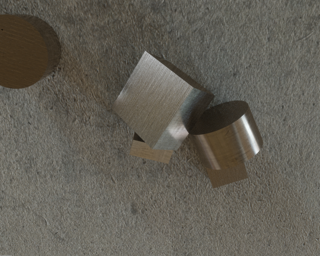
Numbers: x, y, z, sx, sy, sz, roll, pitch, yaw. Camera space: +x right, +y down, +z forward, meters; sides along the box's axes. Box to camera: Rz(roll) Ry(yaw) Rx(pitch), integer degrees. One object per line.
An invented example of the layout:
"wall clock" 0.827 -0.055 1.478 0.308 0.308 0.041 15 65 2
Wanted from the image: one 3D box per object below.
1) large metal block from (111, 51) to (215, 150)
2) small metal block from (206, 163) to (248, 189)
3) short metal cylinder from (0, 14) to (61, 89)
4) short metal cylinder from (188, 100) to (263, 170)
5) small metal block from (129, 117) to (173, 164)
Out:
"large metal block" 0.002 -0.030 0.363 0.080 0.050 0.080 43 109 30
"small metal block" 0.089 0.050 0.430 0.050 0.025 0.050 -19 109 6
"short metal cylinder" -0.163 -0.090 0.361 0.081 0.050 0.079 0 110 -1
"short metal cylinder" 0.080 0.007 0.384 0.080 0.080 0.050 -25 109 8
"small metal block" -0.009 0.015 0.399 0.050 0.050 0.025 14 126 -6
